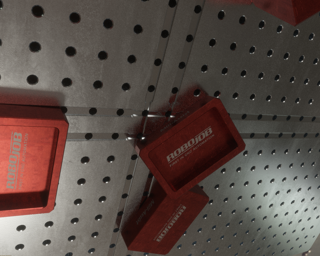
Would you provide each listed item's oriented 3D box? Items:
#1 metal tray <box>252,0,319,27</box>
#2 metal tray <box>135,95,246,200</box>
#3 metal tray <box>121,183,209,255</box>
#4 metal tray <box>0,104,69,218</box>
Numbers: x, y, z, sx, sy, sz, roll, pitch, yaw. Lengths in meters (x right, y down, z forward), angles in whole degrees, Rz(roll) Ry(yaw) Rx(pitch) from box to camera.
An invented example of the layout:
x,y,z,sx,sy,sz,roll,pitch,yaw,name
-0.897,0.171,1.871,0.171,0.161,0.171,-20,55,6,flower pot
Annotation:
x,y,z,sx,sy,sz,roll,pitch,yaw,name
0.117,-0.180,0.321,0.030,0.090,0.130,-32,130,4,metal tray
0.043,0.026,0.430,0.130,0.030,0.090,-35,109,-6,metal tray
0.009,0.145,0.505,0.090,0.030,0.129,26,104,-38,metal tray
-0.159,0.039,0.345,0.091,0.030,0.129,3,117,-30,metal tray
